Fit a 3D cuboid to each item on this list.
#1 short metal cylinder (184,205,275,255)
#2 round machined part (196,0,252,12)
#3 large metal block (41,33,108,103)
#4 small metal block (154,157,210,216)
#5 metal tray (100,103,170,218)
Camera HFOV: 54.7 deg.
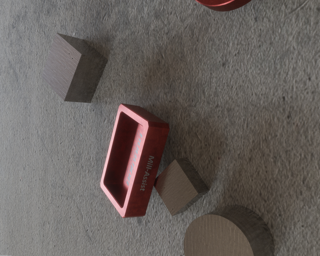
[{"bbox_3d":[0.073,0.127,0.329,0.080,0.050,0.080,0,90,40],"label":"short metal cylinder"},{"bbox_3d":[0.078,-0.174,0.330,0.098,0.042,0.097,0,90,40],"label":"round machined part"},{"bbox_3d":[-0.141,-0.097,0.505,0.080,0.050,0.080,41,115,32],"label":"large metal block"},{"bbox_3d":[0.025,0.072,0.385,0.050,0.025,0.050,-48,62,29],"label":"small metal block"},{"bbox_3d":[-0.038,0.041,0.416,0.090,0.030,0.129,33,112,54],"label":"metal tray"}]
